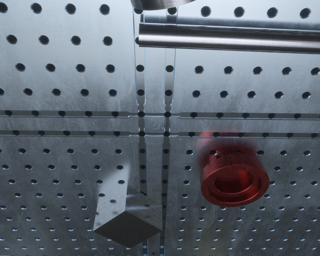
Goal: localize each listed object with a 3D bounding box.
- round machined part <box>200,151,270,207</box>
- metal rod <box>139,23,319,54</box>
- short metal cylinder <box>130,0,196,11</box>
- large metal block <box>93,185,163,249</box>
[{"bbox_3d":[0.109,0.073,0.464,0.099,0.042,0.097,-1,130,0],"label":"round machined part"},{"bbox_3d":[0.129,-0.094,0.333,0.302,0.025,0.025,2,130,-2],"label":"metal rod"},{"bbox_3d":[0.007,-0.139,0.257,0.080,0.080,0.050,-11,129,9],"label":"short metal cylinder"},{"bbox_3d":[-0.053,0.152,0.524,0.080,0.050,0.080,37,121,-27],"label":"large metal block"}]
